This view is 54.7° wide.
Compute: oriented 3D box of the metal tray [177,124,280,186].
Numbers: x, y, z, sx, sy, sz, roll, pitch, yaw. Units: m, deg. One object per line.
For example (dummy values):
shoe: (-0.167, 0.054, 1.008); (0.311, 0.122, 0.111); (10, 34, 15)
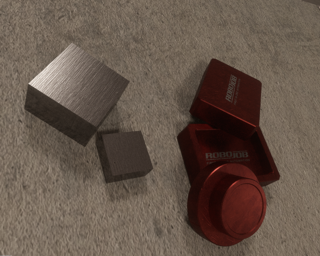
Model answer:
metal tray: (0.096, 0.040, 0.430); (0.131, 0.030, 0.090); (-1, 62, -29)

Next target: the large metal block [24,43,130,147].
large metal block: (-0.095, -0.039, 0.361); (0.080, 0.050, 0.080); (34, 51, -7)

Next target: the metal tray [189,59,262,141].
metal tray: (0.102, -0.047, 0.461); (0.090, 0.030, 0.130); (26, 40, -1)

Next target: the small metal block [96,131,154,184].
small metal block: (-0.042, 0.033, 0.362); (0.050, 0.025, 0.050); (-6, 65, -31)

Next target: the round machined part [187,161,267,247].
round machined part: (0.084, 0.089, 0.359); (0.099, 0.042, 0.097); (0, 91, -29)
